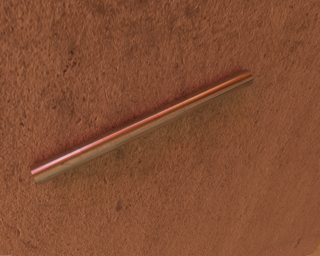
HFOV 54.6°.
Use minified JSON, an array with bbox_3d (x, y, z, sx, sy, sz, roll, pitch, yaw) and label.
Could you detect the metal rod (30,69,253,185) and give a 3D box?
[{"bbox_3d":[-0.012,-0.007,0.394,0.302,0.025,0.025,-25,128,-13],"label":"metal rod"}]
